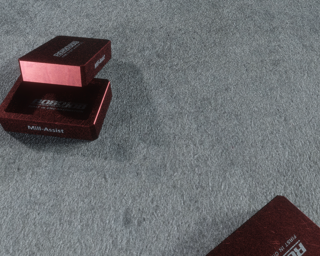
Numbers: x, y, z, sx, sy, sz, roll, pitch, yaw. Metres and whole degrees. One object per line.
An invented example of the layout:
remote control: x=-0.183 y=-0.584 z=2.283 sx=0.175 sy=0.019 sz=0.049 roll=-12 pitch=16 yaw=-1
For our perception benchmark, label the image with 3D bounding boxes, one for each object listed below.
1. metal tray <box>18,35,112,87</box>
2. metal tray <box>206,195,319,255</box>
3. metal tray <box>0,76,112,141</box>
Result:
metal tray: x=-0.133 y=-0.103 z=0.459 sx=0.090 sy=0.030 sz=0.130 roll=7 pitch=31 yaw=5
metal tray: x=0.102 y=0.134 z=0.288 sx=0.131 sy=0.030 sz=0.090 roll=-30 pitch=56 yaw=-23
metal tray: x=-0.141 y=-0.033 z=0.425 sx=0.131 sy=0.030 sz=0.090 roll=6 pitch=50 yaw=5
